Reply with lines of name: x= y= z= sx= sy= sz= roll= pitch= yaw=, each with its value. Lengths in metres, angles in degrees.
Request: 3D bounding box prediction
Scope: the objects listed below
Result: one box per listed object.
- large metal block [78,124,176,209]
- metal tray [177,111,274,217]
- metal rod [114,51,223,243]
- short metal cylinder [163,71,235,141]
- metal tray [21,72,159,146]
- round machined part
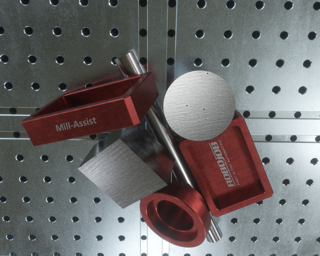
large metal block: x=-0.041 y=0.045 z=0.393 sx=0.080 sy=0.050 sz=0.080 roll=-34 pitch=108 yaw=30
metal tray: x=0.090 y=0.051 z=0.427 sx=0.090 sy=0.030 sz=0.129 roll=-24 pitch=109 yaw=8
metal rod: x=0.019 y=0.038 z=0.423 sx=0.025 sy=0.025 sz=0.299 roll=-24 pitch=109 yaw=8
short metal cylinder: x=0.048 y=-0.024 z=0.372 sx=0.080 sy=0.050 sz=0.080 roll=-1 pitch=86 yaw=11
metal tray: x=-0.075 y=-0.023 z=0.350 sx=0.130 sy=0.090 sz=0.030 roll=-11 pitch=112 yaw=19
round machined part: x=0.025 y=0.114 z=0.427 sx=0.098 sy=0.042 sz=0.097 roll=17 pitch=129 yaw=23
